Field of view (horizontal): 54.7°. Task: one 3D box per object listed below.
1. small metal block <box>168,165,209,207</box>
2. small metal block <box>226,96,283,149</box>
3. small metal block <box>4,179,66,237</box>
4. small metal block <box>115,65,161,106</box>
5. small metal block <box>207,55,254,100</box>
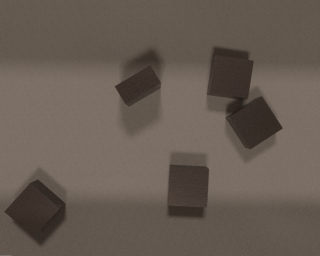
[{"bbox_3d":[0.037,0.076,0.412,0.050,0.025,0.050,3,90,-1],"label":"small metal block"},{"bbox_3d":[0.125,-0.007,0.413,0.050,0.025,0.050,-33,90,0],"label":"small metal block"},{"bbox_3d":[-0.164,0.105,0.409,0.050,0.025,0.050,42,90,-1],"label":"small metal block"},{"bbox_3d":[-0.027,-0.052,0.399,0.050,0.050,0.025,-31,90,0],"label":"small metal block"},{"bbox_3d":[0.093,-0.066,0.413,0.050,0.025,0.050,9,90,-1],"label":"small metal block"}]
